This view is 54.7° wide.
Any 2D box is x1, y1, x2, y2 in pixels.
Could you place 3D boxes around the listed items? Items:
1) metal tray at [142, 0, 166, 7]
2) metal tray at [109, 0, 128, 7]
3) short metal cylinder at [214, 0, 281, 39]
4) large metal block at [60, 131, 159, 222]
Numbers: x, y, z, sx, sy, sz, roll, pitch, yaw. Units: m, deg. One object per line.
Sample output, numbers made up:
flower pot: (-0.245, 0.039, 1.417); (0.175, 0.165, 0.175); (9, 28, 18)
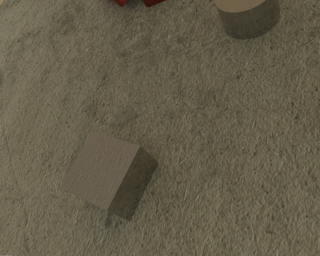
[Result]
metal tray: (0.027, -0.279, 0.558); (0.130, 0.030, 0.090); (-15, 56, 19)
metal tray: (-0.080, -0.292, 0.597); (0.090, 0.030, 0.130); (-52, 42, 8)
short metal cylinder: (0.122, -0.171, 0.429); (0.080, 0.050, 0.080); (-13, 56, 21)
large metal block: (-0.062, 0.058, 0.385); (0.080, 0.050, 0.080); (14, 69, 34)
